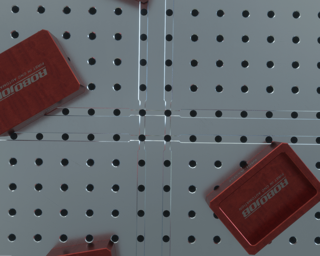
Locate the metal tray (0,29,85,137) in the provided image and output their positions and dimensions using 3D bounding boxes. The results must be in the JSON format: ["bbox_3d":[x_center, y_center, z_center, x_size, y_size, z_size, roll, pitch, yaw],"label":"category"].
[{"bbox_3d":[-0.179,-0.057,0.409,0.130,0.030,0.090,-30,90,-1],"label":"metal tray"}]

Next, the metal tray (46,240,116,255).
[{"bbox_3d":[-0.098,0.223,0.410,0.091,0.030,0.129,-9,90,-1],"label":"metal tray"}]

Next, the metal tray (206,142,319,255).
[{"bbox_3d":[0.139,0.091,0.412,0.130,0.030,0.090,-39,91,-1],"label":"metal tray"}]

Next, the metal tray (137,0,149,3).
[{"bbox_3d":[-0.063,-0.234,0.409,0.131,0.030,0.090,20,90,-1],"label":"metal tray"}]
